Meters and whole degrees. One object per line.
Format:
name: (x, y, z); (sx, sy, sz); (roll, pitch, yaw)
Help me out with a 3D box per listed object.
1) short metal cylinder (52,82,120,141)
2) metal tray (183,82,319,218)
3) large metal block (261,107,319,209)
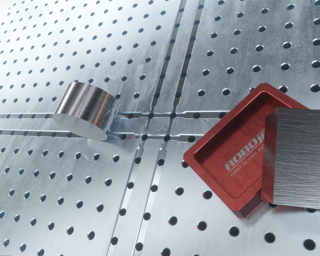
short metal cylinder: (-0.104, -0.022, 0.441); (0.080, 0.080, 0.050); (5, 64, 30)
metal tray: (0.102, 0.021, 0.338); (0.130, 0.030, 0.090); (-42, 51, -1)
large metal block: (0.137, 0.029, 0.272); (0.080, 0.050, 0.080); (5, 82, 7)
